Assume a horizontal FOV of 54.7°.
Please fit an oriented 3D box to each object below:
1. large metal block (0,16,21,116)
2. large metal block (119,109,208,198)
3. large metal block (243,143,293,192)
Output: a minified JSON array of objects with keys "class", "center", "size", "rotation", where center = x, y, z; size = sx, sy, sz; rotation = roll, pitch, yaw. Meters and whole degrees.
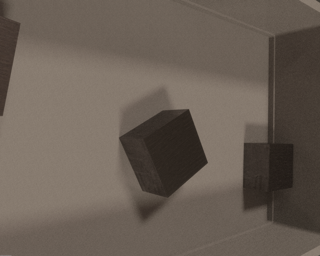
[{"class":"large metal block","center":[-0.169,-0.056,0.249],"size":[0.081,0.050,0.080],"rotation":[13,82,-40]},{"class":"large metal block","center":[0.007,0.029,0.398],"size":[0.081,0.050,0.080],"rotation":[-34,111,-35]},{"class":"large metal block","center":[0.196,0.067,0.558],"size":[0.081,0.050,0.079],"rotation":[2,89,-40]}]
